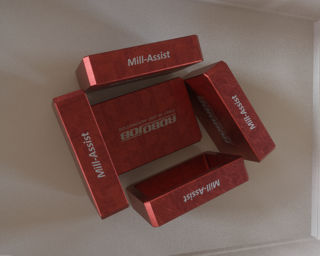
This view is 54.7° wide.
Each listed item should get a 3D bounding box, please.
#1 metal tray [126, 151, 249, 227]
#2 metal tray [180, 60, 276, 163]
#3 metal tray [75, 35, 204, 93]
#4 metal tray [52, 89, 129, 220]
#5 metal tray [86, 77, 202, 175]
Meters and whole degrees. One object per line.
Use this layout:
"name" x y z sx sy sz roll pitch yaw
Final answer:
"metal tray" 0.031 0.069 0.387 0.131 0.090 0.030 -22 98 -19
"metal tray" 0.083 -0.019 0.407 0.030 0.090 0.130 -38 103 -15
"metal tray" -0.027 -0.073 0.364 0.131 0.090 0.030 -17 96 -20
"metal tray" -0.081 0.027 0.344 0.030 0.090 0.129 -23 98 -19
"metal tray" -0.019 -0.004 0.399 0.131 0.030 0.090 -21 97 -19
